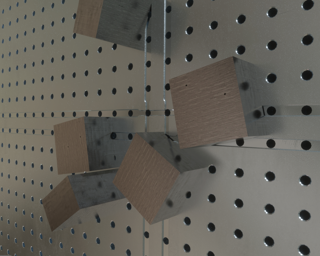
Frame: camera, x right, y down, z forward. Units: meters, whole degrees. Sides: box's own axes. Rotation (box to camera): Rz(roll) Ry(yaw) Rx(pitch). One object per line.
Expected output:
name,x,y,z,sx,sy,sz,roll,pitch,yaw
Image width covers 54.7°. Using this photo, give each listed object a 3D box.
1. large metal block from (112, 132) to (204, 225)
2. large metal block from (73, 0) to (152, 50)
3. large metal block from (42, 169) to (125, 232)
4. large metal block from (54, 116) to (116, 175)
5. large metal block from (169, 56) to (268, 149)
large metal block,-0.004,0.060,0.395,0.080,0.050,0.079,40,114,32
large metal block,-0.063,-0.158,0.423,0.050,0.081,0.079,24,105,37
large metal block,-0.116,0.108,0.466,0.080,0.081,0.050,-41,66,32
large metal block,-0.120,0.029,0.489,0.080,0.050,0.080,-12,83,39
large metal block,0.062,-0.023,0.340,0.080,0.050,0.080,-14,81,38
